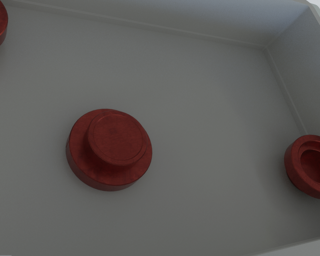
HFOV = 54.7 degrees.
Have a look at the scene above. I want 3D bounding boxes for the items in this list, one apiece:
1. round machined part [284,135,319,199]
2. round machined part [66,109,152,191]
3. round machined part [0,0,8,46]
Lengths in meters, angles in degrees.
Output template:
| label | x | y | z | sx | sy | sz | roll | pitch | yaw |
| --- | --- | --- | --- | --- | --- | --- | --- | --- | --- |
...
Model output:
| label | x | y | z | sx | sy | sz | roll | pitch | yaw |
| --- | --- | --- | --- | --- | --- | --- | --- | --- | --- |
| round machined part | 0.235 | 0.062 | 0.474 | 0.099 | 0.042 | 0.098 | 6 | 58 | -10 |
| round machined part | -0.054 | 0.019 | 0.354 | 0.099 | 0.042 | 0.098 | 14 | 56 | -21 |
| round machined part | -0.225 | -0.117 | 0.343 | 0.099 | 0.042 | 0.098 | 15 | 56 | -23 |
